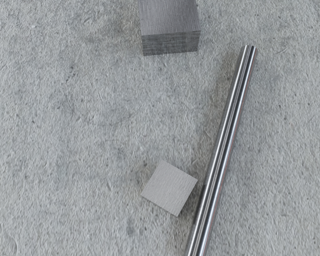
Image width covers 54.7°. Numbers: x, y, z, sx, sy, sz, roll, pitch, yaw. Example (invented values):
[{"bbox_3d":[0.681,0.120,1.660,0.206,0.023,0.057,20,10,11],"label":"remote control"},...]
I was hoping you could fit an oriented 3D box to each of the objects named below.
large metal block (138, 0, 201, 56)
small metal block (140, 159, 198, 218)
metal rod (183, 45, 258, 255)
[{"bbox_3d":[0.011,-0.156,0.452,0.081,0.050,0.080,-6,70,-2],"label":"large metal block"},{"bbox_3d":[0.011,0.075,0.381,0.050,0.025,0.050,29,72,10],"label":"small metal block"},{"bbox_3d":[0.083,0.021,0.400,0.025,0.025,0.299,17,71,6],"label":"metal rod"}]
